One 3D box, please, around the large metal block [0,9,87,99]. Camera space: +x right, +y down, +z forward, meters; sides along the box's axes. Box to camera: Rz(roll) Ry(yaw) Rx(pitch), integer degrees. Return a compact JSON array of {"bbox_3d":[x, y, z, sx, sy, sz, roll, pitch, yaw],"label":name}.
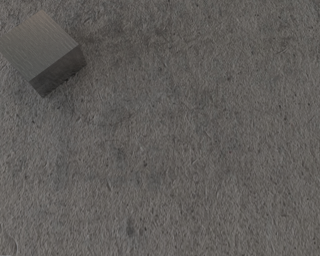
[{"bbox_3d":[-0.164,-0.103,0.431,0.080,0.050,0.080,-42,76,-14],"label":"large metal block"}]
